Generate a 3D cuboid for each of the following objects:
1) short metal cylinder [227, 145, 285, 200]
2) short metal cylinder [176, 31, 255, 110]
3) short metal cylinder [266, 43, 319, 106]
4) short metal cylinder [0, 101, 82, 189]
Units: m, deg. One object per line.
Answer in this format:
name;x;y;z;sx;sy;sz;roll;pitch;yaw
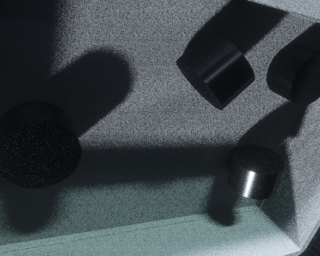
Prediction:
short metal cylinder;0.154;0.070;0.504;0.081;0.080;0.050;-10;123;-24
short metal cylinder;0.065;-0.067;0.369;0.050;0.080;0.080;-43;130;1
short metal cylinder;0.208;-0.079;0.460;0.081;0.050;0.079;-14;125;-21
short metal cylinder;-0.131;0.018;0.333;0.081;0.050;0.079;-14;125;-21
